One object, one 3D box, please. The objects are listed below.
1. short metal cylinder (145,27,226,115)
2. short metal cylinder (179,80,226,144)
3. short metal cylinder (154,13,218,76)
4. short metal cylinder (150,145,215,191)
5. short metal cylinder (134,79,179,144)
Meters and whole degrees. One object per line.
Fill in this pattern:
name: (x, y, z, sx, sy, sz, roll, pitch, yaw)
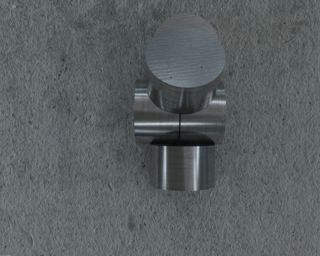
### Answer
short metal cylinder: (0.025, -0.061, 0.333, 0.081, 0.050, 0.080, 1, 61, -1)
short metal cylinder: (0.049, -0.019, 0.384, 0.050, 0.080, 0.079, 0, 90, 0)
short metal cylinder: (0.031, -0.099, 0.400, 0.081, 0.050, 0.079, 0, 90, -1)
short metal cylinder: (0.027, 0.045, 0.384, 0.081, 0.080, 0.050, 0, 90, -1)
short metal cylinder: (-0.004, -0.020, 0.384, 0.050, 0.080, 0.079, 1, 90, -1)
